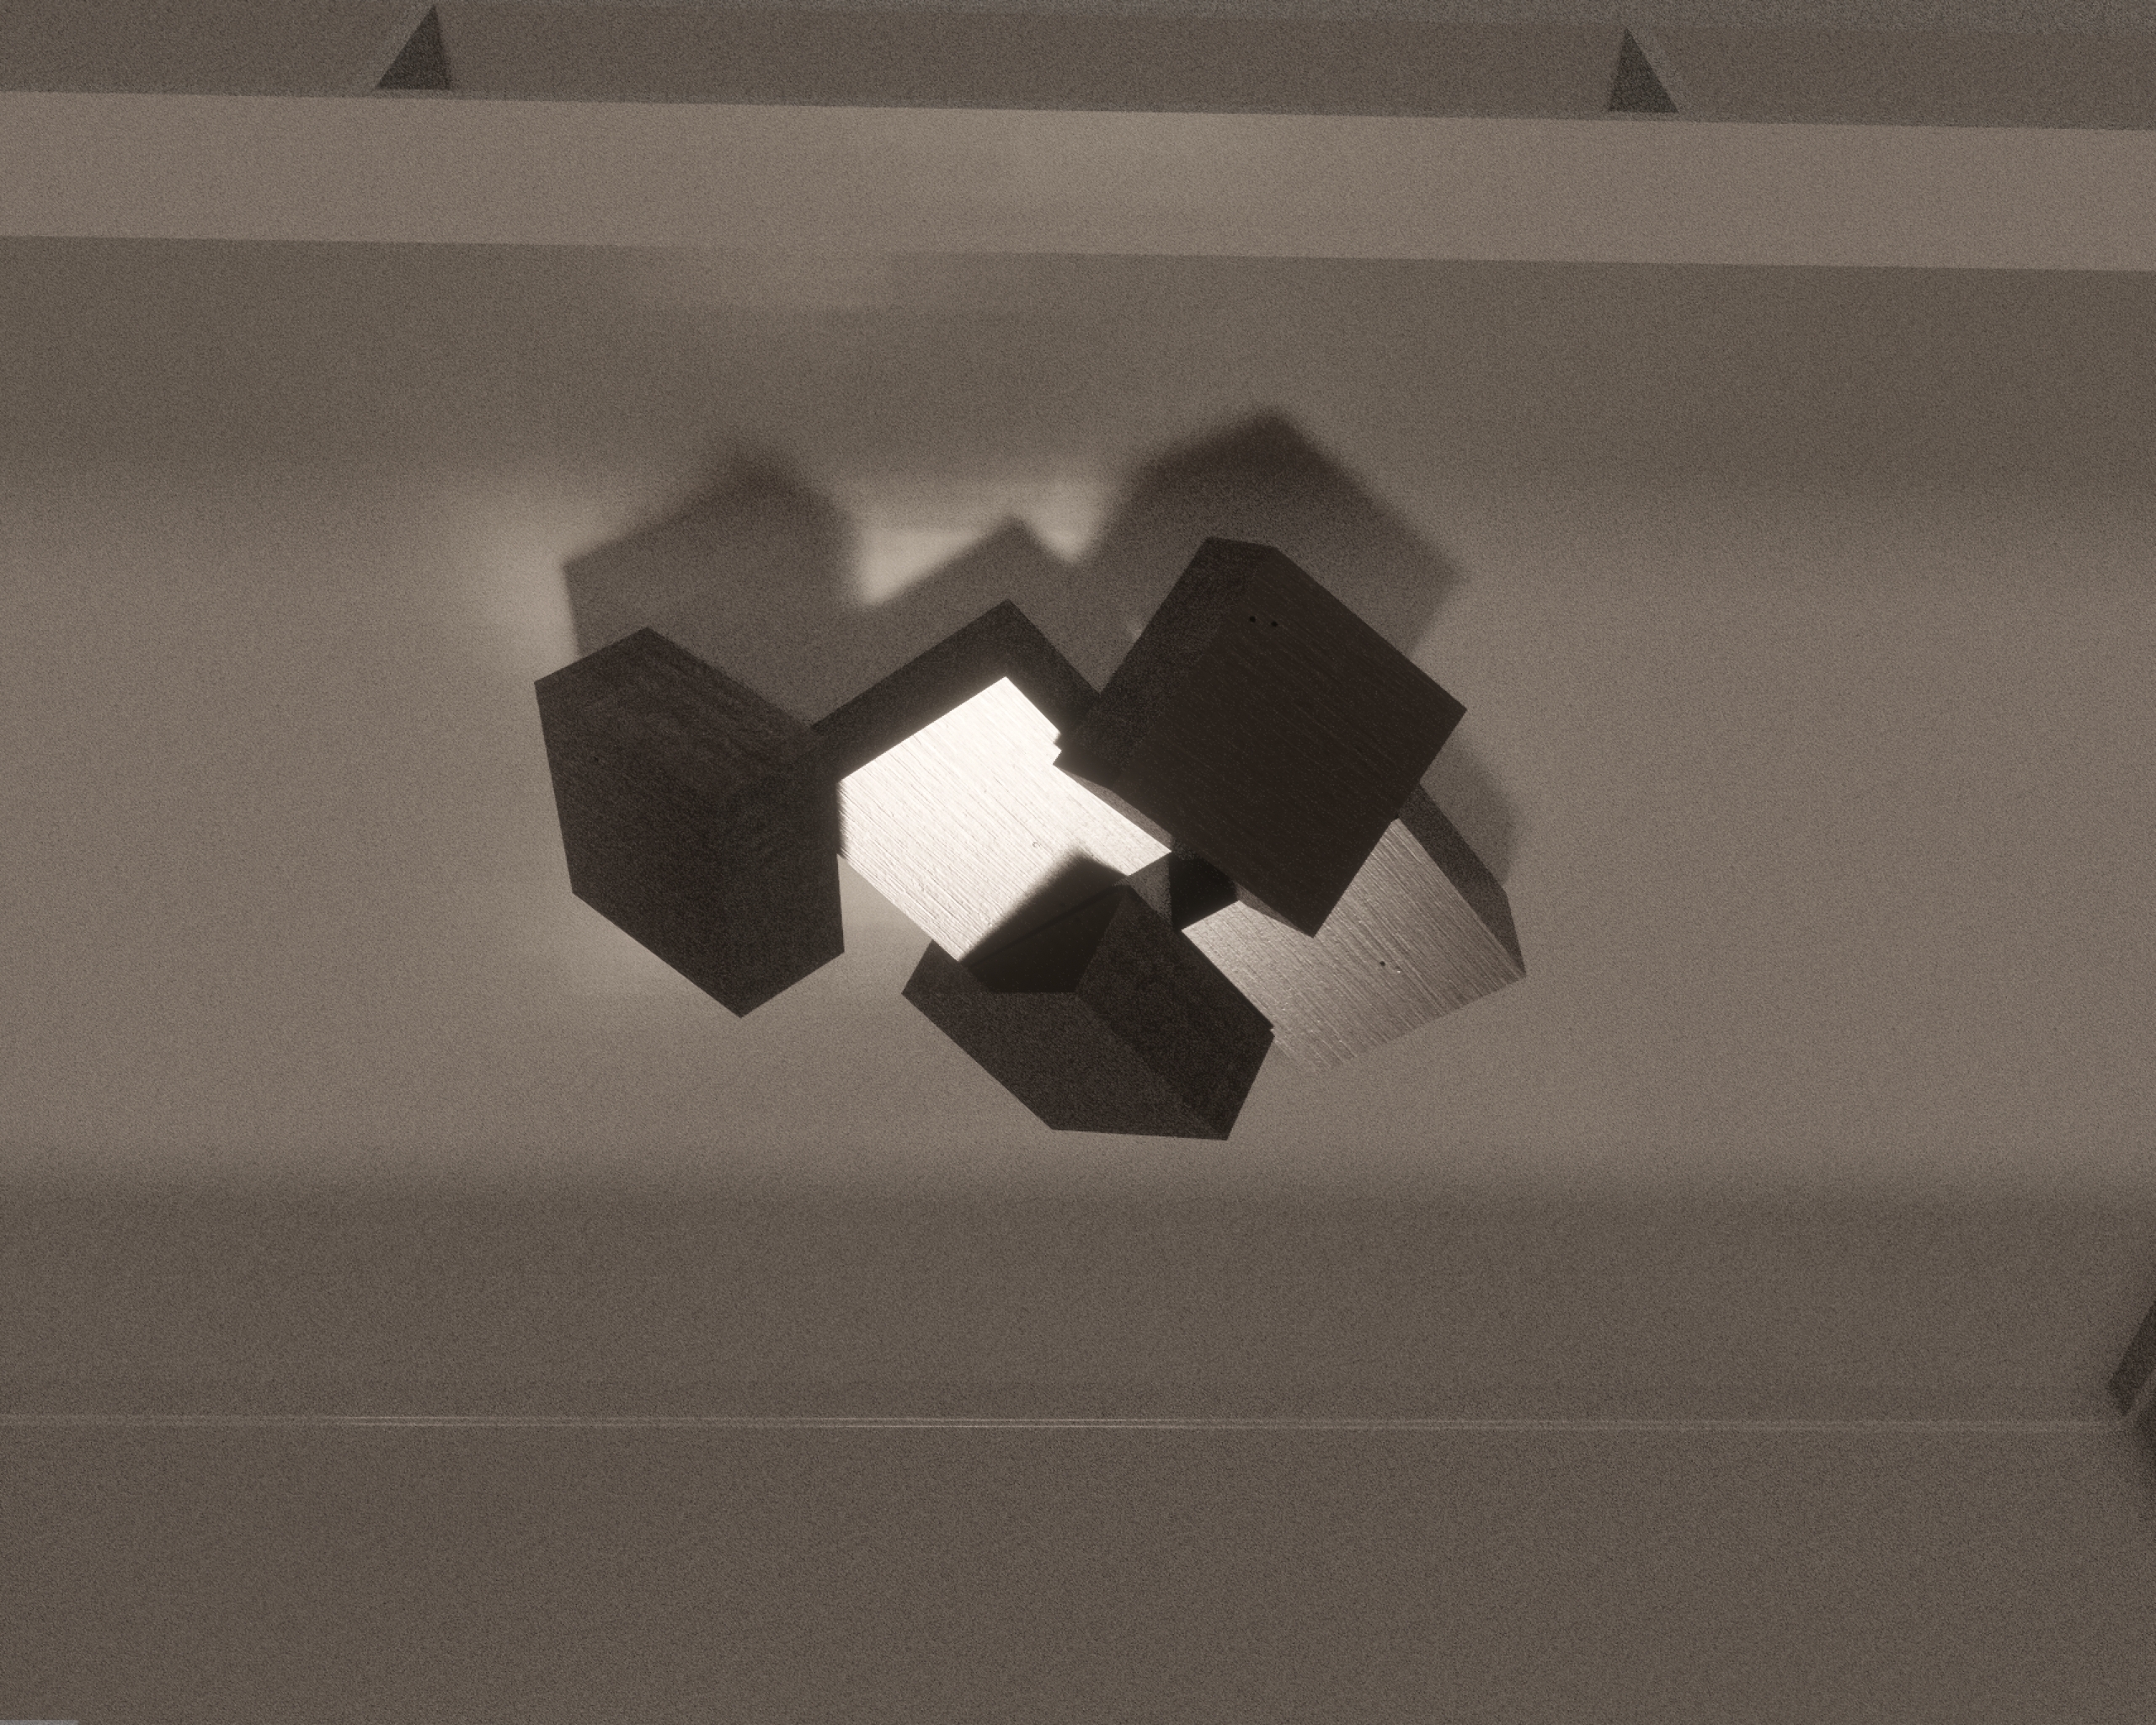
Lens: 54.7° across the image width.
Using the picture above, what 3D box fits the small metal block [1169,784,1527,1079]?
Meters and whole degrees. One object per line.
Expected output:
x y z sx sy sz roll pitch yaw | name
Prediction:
0.053 0.010 0.416 0.050 0.025 0.050 -29 125 22 | small metal block

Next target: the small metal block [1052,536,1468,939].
0.033 -0.023 0.373 0.050 0.025 0.050 36 86 -27 | small metal block

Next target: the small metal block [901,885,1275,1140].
0.002 0.031 0.418 0.050 0.025 0.050 -4 139 46 | small metal block

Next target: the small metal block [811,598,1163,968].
-0.017 -0.014 0.395 0.050 0.025 0.050 -30 124 23 | small metal block

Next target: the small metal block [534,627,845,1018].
-0.070 -0.008 0.381 0.050 0.025 0.050 31 138 31 | small metal block
